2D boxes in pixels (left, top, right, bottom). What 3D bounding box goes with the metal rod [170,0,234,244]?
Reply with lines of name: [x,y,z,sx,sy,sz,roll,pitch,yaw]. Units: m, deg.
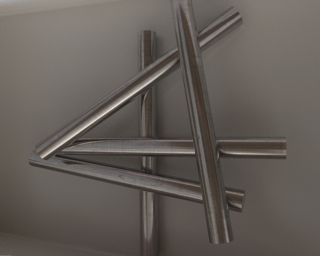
metal rod: [0.043,-0.029,0.346,0.025,0.025,0.298,-12,80,19]

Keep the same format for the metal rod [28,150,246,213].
metal rod: [-0.046,0.063,0.399,0.301,0.025,0.025,8,93,22]

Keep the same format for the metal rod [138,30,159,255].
metal rod: [-0.016,0.022,0.415,0.025,0.025,0.298,-1,90,19]

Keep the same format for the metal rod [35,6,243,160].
metal rod: [-0.030,-0.053,0.390,0.300,0.025,0.025,-34,79,5]

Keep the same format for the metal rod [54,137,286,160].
metal rod: [-0.006,0.023,0.384,0.301,0.025,0.025,-1,90,19]
